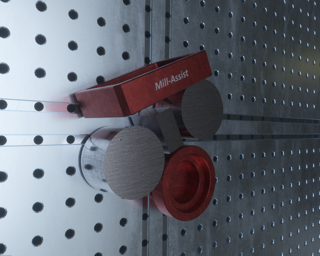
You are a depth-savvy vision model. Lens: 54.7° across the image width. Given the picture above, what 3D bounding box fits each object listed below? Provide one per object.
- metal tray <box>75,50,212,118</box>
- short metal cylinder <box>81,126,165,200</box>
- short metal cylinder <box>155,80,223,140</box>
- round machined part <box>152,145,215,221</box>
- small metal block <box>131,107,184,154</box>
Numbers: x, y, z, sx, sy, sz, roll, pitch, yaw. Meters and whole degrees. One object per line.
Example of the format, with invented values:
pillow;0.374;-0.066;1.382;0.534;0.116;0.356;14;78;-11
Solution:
metal tray;-0.016;-0.050;0.347;0.131;0.090;0.030;-29;109;-36
short metal cylinder;-0.042;0.037;0.353;0.081;0.050;0.079;0;90;-40
short metal cylinder;0.041;-0.024;0.422;0.081;0.050;0.079;0;90;-40
round machined part;0.027;0.071;0.416;0.099;0.042;0.097;0;90;-40
small metal block;-0.004;0.003;0.384;0.025;0.050;0.050;-32;110;-36
